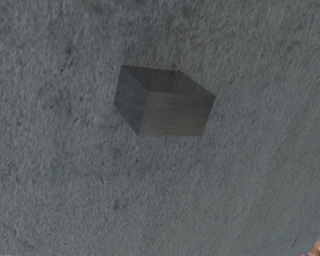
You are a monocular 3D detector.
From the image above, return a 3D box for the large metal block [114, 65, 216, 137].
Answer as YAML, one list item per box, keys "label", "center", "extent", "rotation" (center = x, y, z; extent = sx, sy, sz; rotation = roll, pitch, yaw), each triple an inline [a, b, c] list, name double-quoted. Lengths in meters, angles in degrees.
- label: "large metal block"
  center: [0.002, -0.032, 0.354]
  extent: [0.081, 0.080, 0.050]
  rotation: [0, 118, -29]
